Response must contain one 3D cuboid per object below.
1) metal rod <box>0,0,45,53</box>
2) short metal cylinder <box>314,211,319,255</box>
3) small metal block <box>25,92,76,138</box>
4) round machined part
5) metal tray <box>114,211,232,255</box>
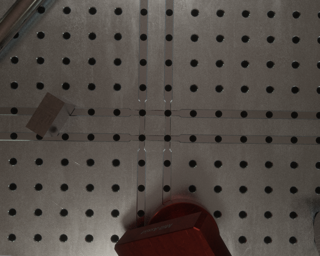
[{"bbox_3d":[-0.134,-0.212,0.411,0.025,0.025,0.300,40,90,-1],"label":"metal rod"},{"bbox_3d":[0.239,0.143,0.389,0.050,0.080,0.079,-4,90,0],"label":"short metal cylinder"},{"bbox_3d":[-0.139,-0.016,0.399,0.025,0.050,0.050,32,90,0],"label":"small metal block"},{"bbox_3d":[0.030,0.146,0.405,0.099,0.042,0.097,0,90,-1],"label":"round machined part"},{"bbox_3d":[0.018,0.159,0.374,0.130,0.030,0.090,-25,98,32],"label":"metal tray"}]
